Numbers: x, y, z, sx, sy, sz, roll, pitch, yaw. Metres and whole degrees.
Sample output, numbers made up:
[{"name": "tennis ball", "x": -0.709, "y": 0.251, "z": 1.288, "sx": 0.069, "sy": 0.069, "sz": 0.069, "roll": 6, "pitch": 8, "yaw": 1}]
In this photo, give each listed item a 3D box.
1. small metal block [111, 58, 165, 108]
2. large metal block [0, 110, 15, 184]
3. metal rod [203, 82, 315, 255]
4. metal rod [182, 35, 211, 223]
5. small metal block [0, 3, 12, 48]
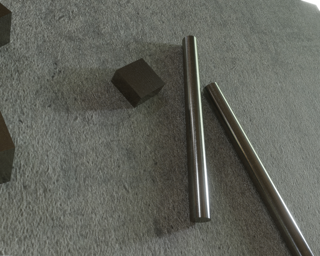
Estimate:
[{"name": "small metal block", "x": -0.030, "y": -0.063, "z": 0.427, "sx": 0.050, "sy": 0.025, "sz": 0.050, "roll": 49, "pitch": 51, "yaw": 6}, {"name": "large metal block", "x": -0.170, "y": 0.007, "z": 0.273, "sx": 0.050, "sy": 0.080, "sz": 0.080, "roll": -18, "pitch": 72, "yaw": -35}, {"name": "metal rod", "x": 0.139, "y": 0.064, "z": 0.441, "sx": 0.025, "sy": 0.025, "sz": 0.299, "roll": -13, "pitch": 68, "yaw": -34}, {"name": "metal rod", "x": 0.049, "y": -0.019, "z": 0.443, "sx": 0.025, "sy": 0.025, "sz": 0.299, "roll": 14, "pitch": 56, "yaw": -21}, {"name": "small metal block", "x": -0.198, "y": -0.111, "z": 0.349, "sx": 0.025, "sy": 0.050, "sz": 0.050, "roll": 40, "pitch": 51, "yaw": -2}]
